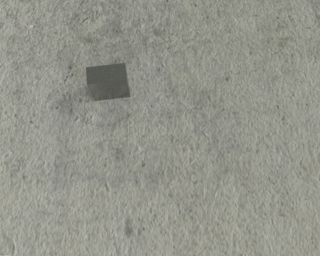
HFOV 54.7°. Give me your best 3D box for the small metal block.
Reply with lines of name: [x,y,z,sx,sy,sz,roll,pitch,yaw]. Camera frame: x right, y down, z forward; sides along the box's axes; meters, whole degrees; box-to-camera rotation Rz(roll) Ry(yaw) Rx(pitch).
small metal block: [-0.068,-0.061,0.416,0.050,0.050,0.025,-7,71,-3]
